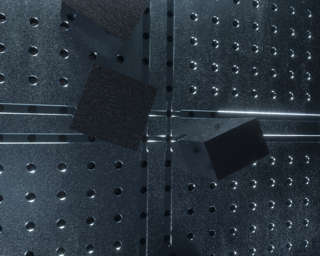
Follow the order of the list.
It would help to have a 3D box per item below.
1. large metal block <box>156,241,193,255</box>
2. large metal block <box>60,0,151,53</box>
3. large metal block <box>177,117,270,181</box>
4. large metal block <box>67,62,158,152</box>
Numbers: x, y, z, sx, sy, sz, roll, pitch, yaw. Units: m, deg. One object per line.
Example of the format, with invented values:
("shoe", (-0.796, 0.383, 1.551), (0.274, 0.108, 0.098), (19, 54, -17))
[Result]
("large metal block", (0.026, 0.211, 0.409), (0.080, 0.050, 0.080), (32, 80, -17))
("large metal block", (-0.062, -0.152, 0.376), (0.080, 0.050, 0.080), (31, 80, -17))
("large metal block", (0.081, 0.024, 0.413), (0.081, 0.080, 0.050), (-23, 98, -18))
("large metal block", (-0.059, -0.023, 0.377), (0.080, 0.050, 0.080), (21, 83, -19))
